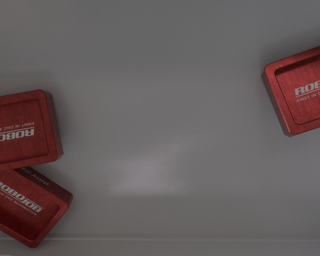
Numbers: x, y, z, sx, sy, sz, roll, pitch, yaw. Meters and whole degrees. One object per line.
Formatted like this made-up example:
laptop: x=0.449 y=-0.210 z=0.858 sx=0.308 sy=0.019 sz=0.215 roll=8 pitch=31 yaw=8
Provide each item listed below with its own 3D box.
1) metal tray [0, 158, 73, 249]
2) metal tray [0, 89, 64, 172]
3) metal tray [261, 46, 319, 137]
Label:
metal tray: x=-0.204 y=0.100 z=0.437 sx=0.130 sy=0.030 sz=0.090 roll=37 pitch=99 yaw=-13
metal tray: x=-0.197 y=0.008 z=0.388 sx=0.131 sy=0.030 sz=0.089 roll=-11 pitch=93 yaw=-4
metal tray: x=0.200 y=-0.052 z=0.368 sx=0.130 sy=0.030 sz=0.090 roll=-19 pitch=80 yaw=7
